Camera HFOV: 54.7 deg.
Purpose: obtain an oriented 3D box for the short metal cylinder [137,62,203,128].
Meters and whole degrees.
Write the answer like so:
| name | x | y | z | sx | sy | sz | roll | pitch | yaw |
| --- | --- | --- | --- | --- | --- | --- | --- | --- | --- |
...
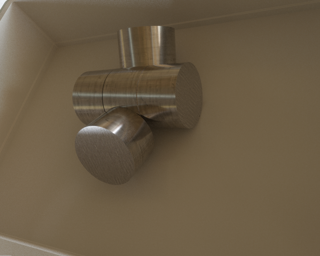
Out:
| name | x | y | z | sx | sy | sz | roll | pitch | yaw |
| --- | --- | --- | --- | --- | --- | --- | --- | --- | --- |
| short metal cylinder | 0.015 | -0.040 | 0.385 | 0.050 | 0.080 | 0.080 | 1 | 62 | 29 |

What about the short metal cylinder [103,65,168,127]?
| name | x | y | z | sx | sy | sz | roll | pitch | yaw |
| --- | --- | --- | --- | --- | --- | --- | --- | --- | --- |
| short metal cylinder | -0.030 | -0.041 | 0.409 | 0.050 | 0.080 | 0.080 | 1 | 62 | 29 |

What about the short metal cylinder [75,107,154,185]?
| name | x | y | z | sx | sy | sz | roll | pitch | yaw |
| --- | --- | --- | --- | --- | --- | --- | --- | --- | --- |
| short metal cylinder | -0.054 | 0.021 | 0.374 | 0.080 | 0.080 | 0.050 | 0 | 28 | 28 |

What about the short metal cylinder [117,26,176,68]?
| name | x | y | z | sx | sy | sz | roll | pitch | yaw |
| --- | --- | --- | --- | --- | --- | --- | --- | --- | --- |
| short metal cylinder | -0.018 | -0.111 | 0.437 | 0.080 | 0.080 | 0.050 | 2 | 101 | 29 |

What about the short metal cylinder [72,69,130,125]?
| name | x | y | z | sx | sy | sz | roll | pitch | yaw |
| --- | --- | --- | --- | --- | --- | --- | --- | --- | --- |
| short metal cylinder | -0.074 | -0.041 | 0.433 | 0.050 | 0.080 | 0.080 | 1 | 62 | 29 |
